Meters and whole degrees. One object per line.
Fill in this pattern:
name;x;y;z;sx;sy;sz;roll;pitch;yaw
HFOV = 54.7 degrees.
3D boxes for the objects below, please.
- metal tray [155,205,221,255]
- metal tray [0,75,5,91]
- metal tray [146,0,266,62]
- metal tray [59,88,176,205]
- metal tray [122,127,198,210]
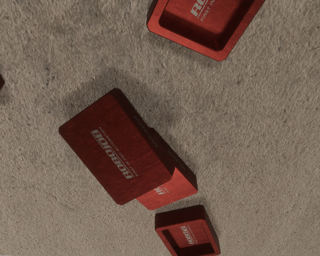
metal tray;0.053;0.198;0.573;0.090;0.030;0.130;-15;129;12
metal tray;-0.243;-0.083;0.328;0.090;0.030;0.129;-9;130;7
metal tray;0.053;-0.136;0.288;0.091;0.030;0.129;19;127;-17
metal tray;-0.053;0.026;0.393;0.090;0.030;0.130;-32;102;21
metal tray;-0.014;0.066;0.460;0.090;0.030;0.130;-27;126;20
